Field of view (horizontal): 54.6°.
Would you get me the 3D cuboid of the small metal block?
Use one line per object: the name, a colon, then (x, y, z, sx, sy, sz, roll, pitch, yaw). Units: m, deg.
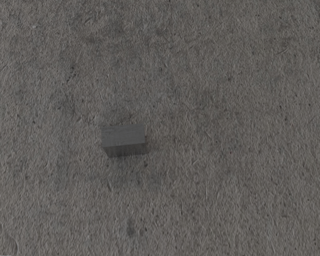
small metal block: (-0.043, 0.017, 0.389, 0.050, 0.050, 0.025, -6, 70, -2)
